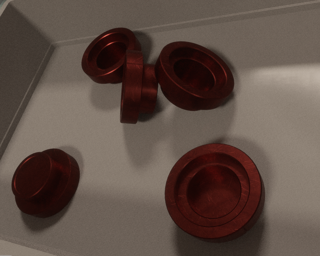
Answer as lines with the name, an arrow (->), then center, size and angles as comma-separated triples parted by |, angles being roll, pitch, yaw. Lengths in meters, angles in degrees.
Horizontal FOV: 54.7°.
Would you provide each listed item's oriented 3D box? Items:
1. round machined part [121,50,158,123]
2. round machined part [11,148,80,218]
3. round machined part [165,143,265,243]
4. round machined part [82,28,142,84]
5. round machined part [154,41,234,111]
round machined part -> -0.028, -0.054, 0.417 | 0.042, 0.097, 0.098 | 4, 58, -10
round machined part -> -0.166, 0.072, 0.435 | 0.098, 0.042, 0.098 | -13, 56, 20
round machined part -> 0.058, 0.069, 0.322 | 0.098, 0.042, 0.098 | -13, 56, 20
round machined part -> -0.073, -0.111, 0.499 | 0.098, 0.042, 0.098 | -13, 56, 20
round machined part -> 0.039, -0.060, 0.388 | 0.099, 0.042, 0.098 | 13, 50, -16
